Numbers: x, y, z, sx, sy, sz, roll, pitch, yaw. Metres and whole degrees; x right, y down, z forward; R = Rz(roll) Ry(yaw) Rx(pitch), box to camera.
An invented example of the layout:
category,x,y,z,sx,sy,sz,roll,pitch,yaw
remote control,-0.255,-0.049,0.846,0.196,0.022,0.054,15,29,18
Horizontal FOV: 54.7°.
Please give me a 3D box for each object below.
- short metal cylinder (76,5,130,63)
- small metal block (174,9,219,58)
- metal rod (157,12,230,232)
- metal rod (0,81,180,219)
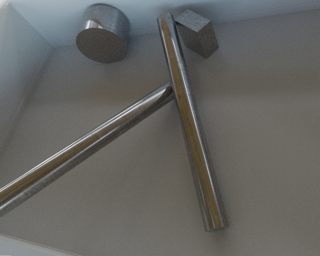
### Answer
category,x,y,z,sx,sy,sz,roll,pitch,yaw
short metal cylinder,-0.093,-0.153,0.511,0.080,0.080,0.050,-8,58,23
small metal block,0.053,-0.135,0.442,0.025,0.050,0.050,-42,51,-6
metal rod,0.033,-0.028,0.381,0.025,0.025,0.299,-20,61,16
metal rod,-0.079,0.017,0.358,0.302,0.025,0.025,-36,47,-28
